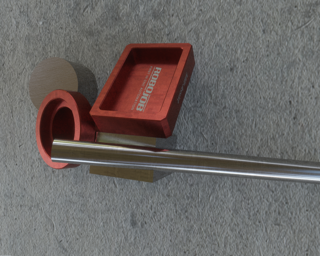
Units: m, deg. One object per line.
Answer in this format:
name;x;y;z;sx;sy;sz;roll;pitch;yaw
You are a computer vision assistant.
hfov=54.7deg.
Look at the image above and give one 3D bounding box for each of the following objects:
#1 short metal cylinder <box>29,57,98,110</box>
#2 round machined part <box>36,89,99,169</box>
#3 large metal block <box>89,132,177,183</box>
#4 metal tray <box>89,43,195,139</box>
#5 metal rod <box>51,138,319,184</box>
short metal cylinder;-0.137;-0.057;0.444;0.080;0.050;0.079;0;90;19
round machined part;-0.112;0.002;0.393;0.098;0.042;0.097;-1;88;39
large metal block;-0.030;0.032;0.390;0.080;0.080;0.050;5;92;19
metal tray;-0.016;-0.051;0.372;0.090;0.030;0.130;5;52;19
metal rod;0.041;0.037;0.333;0.302;0.025;0.025;5;92;-5
